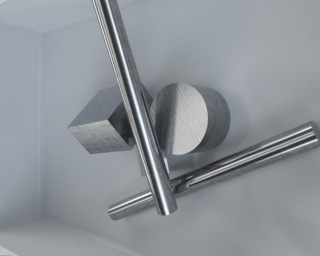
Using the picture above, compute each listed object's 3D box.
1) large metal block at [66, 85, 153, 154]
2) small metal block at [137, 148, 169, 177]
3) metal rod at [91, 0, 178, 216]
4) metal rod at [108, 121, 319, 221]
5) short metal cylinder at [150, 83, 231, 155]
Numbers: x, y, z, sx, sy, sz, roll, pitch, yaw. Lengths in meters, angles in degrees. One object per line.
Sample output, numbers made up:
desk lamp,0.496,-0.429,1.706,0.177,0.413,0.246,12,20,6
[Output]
large metal block,-0.061,-0.014,0.411,0.080,0.080,0.050,-9,128,39
small metal block,-0.011,0.035,0.398,0.050,0.025,0.050,148,113,-73
metal rod,-0.032,-0.044,0.337,0.025,0.025,0.298,-7,104,39
metal rod,0.039,0.065,0.372,0.299,0.025,0.025,-30,72,35
short metal cylinder,0.034,-0.010,0.361,0.080,0.050,0.079,0,90,39
